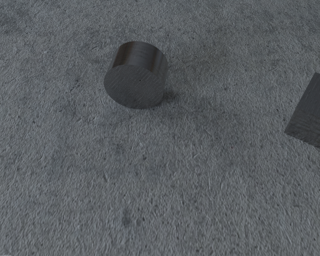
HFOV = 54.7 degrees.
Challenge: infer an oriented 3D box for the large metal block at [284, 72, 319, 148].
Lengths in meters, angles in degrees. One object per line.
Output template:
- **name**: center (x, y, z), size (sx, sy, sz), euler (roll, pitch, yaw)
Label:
- **large metal block**: center (0.222, -0.018, 0.404), size (0.080, 0.050, 0.080), euler (27, 55, 21)

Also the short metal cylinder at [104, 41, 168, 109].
- **short metal cylinder**: center (-0.031, -0.071, 0.427), size (0.080, 0.080, 0.050), euler (6, 51, 5)
